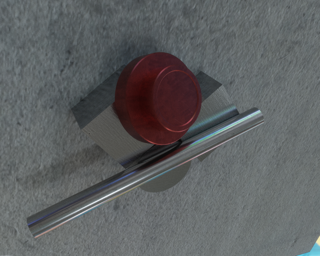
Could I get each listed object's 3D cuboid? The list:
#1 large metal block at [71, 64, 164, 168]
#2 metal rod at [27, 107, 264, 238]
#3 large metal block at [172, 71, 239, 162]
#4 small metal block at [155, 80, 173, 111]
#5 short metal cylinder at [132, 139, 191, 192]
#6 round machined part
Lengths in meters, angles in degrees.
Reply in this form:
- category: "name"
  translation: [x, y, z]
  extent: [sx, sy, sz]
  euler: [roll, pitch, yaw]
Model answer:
- category: "large metal block"
  translation: [-0.041, -0.012, 0.362]
  extent: [0.080, 0.050, 0.080]
  euler: [-41, 130, -1]
- category: "metal rod"
  translation: [-0.005, 0.046, 0.370]
  extent: [0.302, 0.025, 0.025]
  euler: [-25, 128, -13]
- category: "large metal block"
  translation: [0.055, -0.015, 0.415]
  extent: [0.080, 0.050, 0.080]
  euler: [-41, 130, 0]
- category: "small metal block"
  translation: [0.011, -0.054, 0.381]
  extent: [0.050, 0.025, 0.050]
  euler: [-40, 130, -1]
- category: "short metal cylinder"
  translation: [-0.005, 0.039, 0.414]
  extent: [0.081, 0.050, 0.079]
  euler: [-14, 125, -21]
- category: "round machined part"
  translation: [0.006, -0.030, 0.326]
  extent: [0.099, 0.042, 0.097]
  euler: [-3, 94, -40]
